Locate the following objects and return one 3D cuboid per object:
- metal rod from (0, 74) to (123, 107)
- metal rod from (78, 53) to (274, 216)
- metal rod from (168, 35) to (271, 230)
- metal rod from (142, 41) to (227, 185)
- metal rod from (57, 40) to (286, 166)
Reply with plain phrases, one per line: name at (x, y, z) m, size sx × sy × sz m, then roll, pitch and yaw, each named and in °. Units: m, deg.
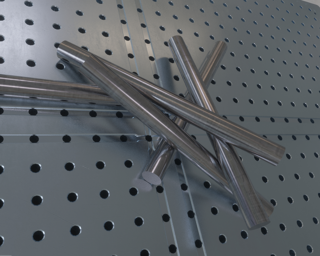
metal rod at (-0.121, -0.044, 0.369) m, size 0.302 × 0.025 × 0.025 m, roll 3°, pitch 60°, yaw -27°
metal rod at (0.030, 0.019, 0.380) m, size 0.301 × 0.025 × 0.025 m, roll 39°, pitch 50°, yaw -14°
metal rod at (0.065, -0.016, 0.411) m, size 0.025 × 0.025 × 0.299 m, roll 0°, pitch 53°, yaw -28°
metal rod at (0.049, -0.043, 0.459) m, size 0.025 × 0.025 × 0.301 m, roll 35°, pitch 51°, yaw -6°
metal rod at (0.006, -0.035, 0.380) m, size 0.301 × 0.025 × 0.025 m, roll 27°, pitch 51°, yaw 9°
